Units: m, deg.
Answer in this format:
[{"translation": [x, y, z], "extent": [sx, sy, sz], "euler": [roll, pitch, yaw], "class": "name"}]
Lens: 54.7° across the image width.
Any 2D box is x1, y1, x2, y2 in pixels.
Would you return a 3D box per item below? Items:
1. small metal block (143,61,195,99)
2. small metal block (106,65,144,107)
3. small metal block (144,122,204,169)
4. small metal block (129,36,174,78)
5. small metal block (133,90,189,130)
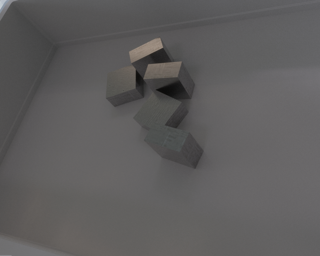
[{"translation": [0.014, -0.063, 0.421], "extent": [0.050, 0.050, 0.025], "euler": [1, 62, 29], "class": "small metal block"}, {"translation": [-0.053, -0.066, 0.474], "extent": [0.050, 0.025, 0.050], "euler": [-15, 55, 19], "class": "small metal block"}, {"translation": [0.017, 0.021, 0.368], "extent": [0.050, 0.050, 0.025], "euler": [16, 70, 34], "class": "small metal block"}, {"translation": [-0.010, -0.098, 0.455], "extent": [0.050, 0.050, 0.025], "euler": [-23, 53, 14], "class": "small metal block"}, {"translation": [0.001, -0.017, 0.416], "extent": [0.050, 0.025, 0.050], "euler": [30, 78, 37], "class": "small metal block"}]
